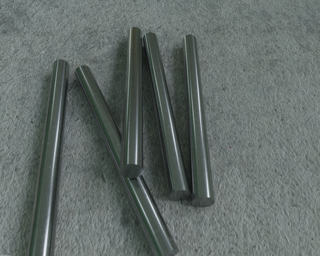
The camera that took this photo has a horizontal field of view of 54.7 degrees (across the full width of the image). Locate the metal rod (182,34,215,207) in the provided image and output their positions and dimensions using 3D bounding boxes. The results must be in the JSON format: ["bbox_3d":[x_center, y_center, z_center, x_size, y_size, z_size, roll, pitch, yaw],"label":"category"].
[{"bbox_3d":[0.049,-0.034,0.432,0.025,0.025,0.300,1,50,0],"label":"metal rod"}]

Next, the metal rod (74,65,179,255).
[{"bbox_3d":[-0.055,0.019,0.386,0.025,0.025,0.300,-19,53,-16],"label":"metal rod"}]

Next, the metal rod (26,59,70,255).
[{"bbox_3d":[-0.134,0.017,0.387,0.025,0.025,0.300,-6,50,-5],"label":"metal rod"}]

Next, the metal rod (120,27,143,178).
[{"bbox_3d":[-0.037,-0.060,0.435,0.025,0.025,0.300,-2,45,-2],"label":"metal rod"}]

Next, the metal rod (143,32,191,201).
[{"bbox_3d":[0.002,-0.039,0.436,0.025,0.025,0.300,-5,50,-5],"label":"metal rod"}]
